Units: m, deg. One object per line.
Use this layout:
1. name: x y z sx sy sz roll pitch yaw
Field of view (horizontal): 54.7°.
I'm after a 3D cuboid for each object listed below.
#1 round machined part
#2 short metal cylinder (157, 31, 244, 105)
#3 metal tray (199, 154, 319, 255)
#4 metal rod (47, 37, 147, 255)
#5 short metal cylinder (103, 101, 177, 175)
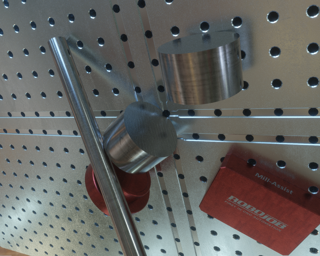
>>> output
1. round machined part: -0.052 0.073 0.437 0.098 0.098 0.042 47 122 -5
2. short metal cylinder: 0.042 -0.063 0.315 0.080 0.080 0.050 2 119 27
3. metal tray: 0.127 0.101 0.403 0.130 0.030 0.089 27 128 11
4. metal rod: -0.083 0.021 0.393 0.025 0.025 0.299 -28 79 37
5. short metal cylinder: -0.025 0.013 0.397 0.080 0.080 0.050 46 129 -4
